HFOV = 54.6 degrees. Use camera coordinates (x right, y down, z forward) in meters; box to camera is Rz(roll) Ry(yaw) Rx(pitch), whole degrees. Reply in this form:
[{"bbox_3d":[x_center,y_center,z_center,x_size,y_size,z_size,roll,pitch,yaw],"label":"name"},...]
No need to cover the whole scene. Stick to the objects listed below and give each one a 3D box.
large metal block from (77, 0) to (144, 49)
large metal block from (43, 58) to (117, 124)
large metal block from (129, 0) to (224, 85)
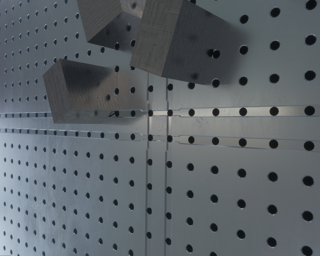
[{"bbox_3d":[-0.071,-0.175,0.453,0.080,0.050,0.080,-26,74,37],"label":"large metal block"},{"bbox_3d":[-0.123,-0.053,0.476,0.050,0.081,0.080,-29,72,36],"label":"large metal block"},{"bbox_3d":[0.020,-0.099,0.358,0.050,0.081,0.080,27,107,37],"label":"large metal block"}]
